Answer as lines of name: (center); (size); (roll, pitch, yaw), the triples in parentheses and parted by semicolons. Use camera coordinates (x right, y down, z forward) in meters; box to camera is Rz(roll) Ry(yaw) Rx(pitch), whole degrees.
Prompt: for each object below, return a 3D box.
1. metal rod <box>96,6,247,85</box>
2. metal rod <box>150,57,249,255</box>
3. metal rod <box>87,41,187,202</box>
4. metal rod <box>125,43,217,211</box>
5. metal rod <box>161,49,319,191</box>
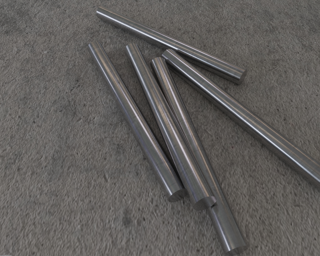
metal rod: (0.007, -0.148, 0.527); (0.300, 0.025, 0.025); (31, 57, 23)
metal rod: (0.036, 0.009, 0.395); (0.025, 0.025, 0.300); (-12, 51, -10)
metal rod: (-0.044, -0.030, 0.427); (0.025, 0.025, 0.300); (-20, 53, -16)
metal rod: (0.000, -0.026, 0.411); (0.025, 0.025, 0.300); (-14, 47, -11)
metal rod: (0.103, -0.025, 0.424); (0.025, 0.025, 0.300); (-30, 56, -23)
